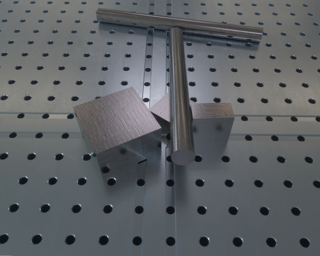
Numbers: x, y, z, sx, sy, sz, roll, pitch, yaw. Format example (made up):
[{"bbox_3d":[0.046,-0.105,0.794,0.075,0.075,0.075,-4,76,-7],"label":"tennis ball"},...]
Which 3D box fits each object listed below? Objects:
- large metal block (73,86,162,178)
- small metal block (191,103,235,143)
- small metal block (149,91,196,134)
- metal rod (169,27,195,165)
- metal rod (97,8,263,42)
[{"bbox_3d":[-0.052,0.003,0.389,0.081,0.050,0.080,-22,54,-18],"label":"large metal block"},{"bbox_3d":[0.064,-0.006,0.397,0.050,0.050,0.025,-2,51,-2],"label":"small metal block"},{"bbox_3d":[0.020,-0.019,0.424,0.050,0.025,0.050,31,56,23],"label":"small metal block"},{"bbox_3d":[0.026,-0.068,0.435,0.025,0.025,0.300,1,41,0],"label":"metal rod"},{"bbox_3d":[0.032,-0.189,0.566,0.301,0.025,0.025,10,51,8],"label":"metal rod"}]
